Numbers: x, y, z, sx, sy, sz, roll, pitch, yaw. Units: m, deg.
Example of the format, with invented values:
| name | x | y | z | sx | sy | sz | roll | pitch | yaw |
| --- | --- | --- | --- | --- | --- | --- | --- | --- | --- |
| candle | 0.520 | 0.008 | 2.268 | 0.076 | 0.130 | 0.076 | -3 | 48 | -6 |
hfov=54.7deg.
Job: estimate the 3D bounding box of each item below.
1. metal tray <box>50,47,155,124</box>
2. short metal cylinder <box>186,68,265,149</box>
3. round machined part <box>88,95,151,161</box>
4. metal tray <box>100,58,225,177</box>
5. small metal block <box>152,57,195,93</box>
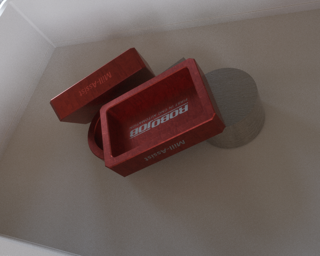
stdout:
| name | x | y | z | sx | sy | sz | roll | pitch | yaw |
| --- | --- | --- | --- | --- | --- | --- | --- | --- | --- |
| metal tray | -0.073 | -0.053 | 0.429 | 0.130 | 0.090 | 0.030 | -32 | 84 | 7 |
| short metal cylinder | 0.076 | -0.023 | 0.360 | 0.080 | 0.050 | 0.080 | -13 | 56 | 20 |
| round machined part | -0.043 | 0.006 | 0.412 | 0.098 | 0.042 | 0.098 | -13 | 56 | 20 |
| metal tray | -0.004 | -0.011 | 0.347 | 0.130 | 0.030 | 0.090 | -26 | 52 | 17 |
| small metal block | 0.025 | -0.056 | 0.407 | 0.050 | 0.050 | 0.025 | -36 | 51 | 2 |
